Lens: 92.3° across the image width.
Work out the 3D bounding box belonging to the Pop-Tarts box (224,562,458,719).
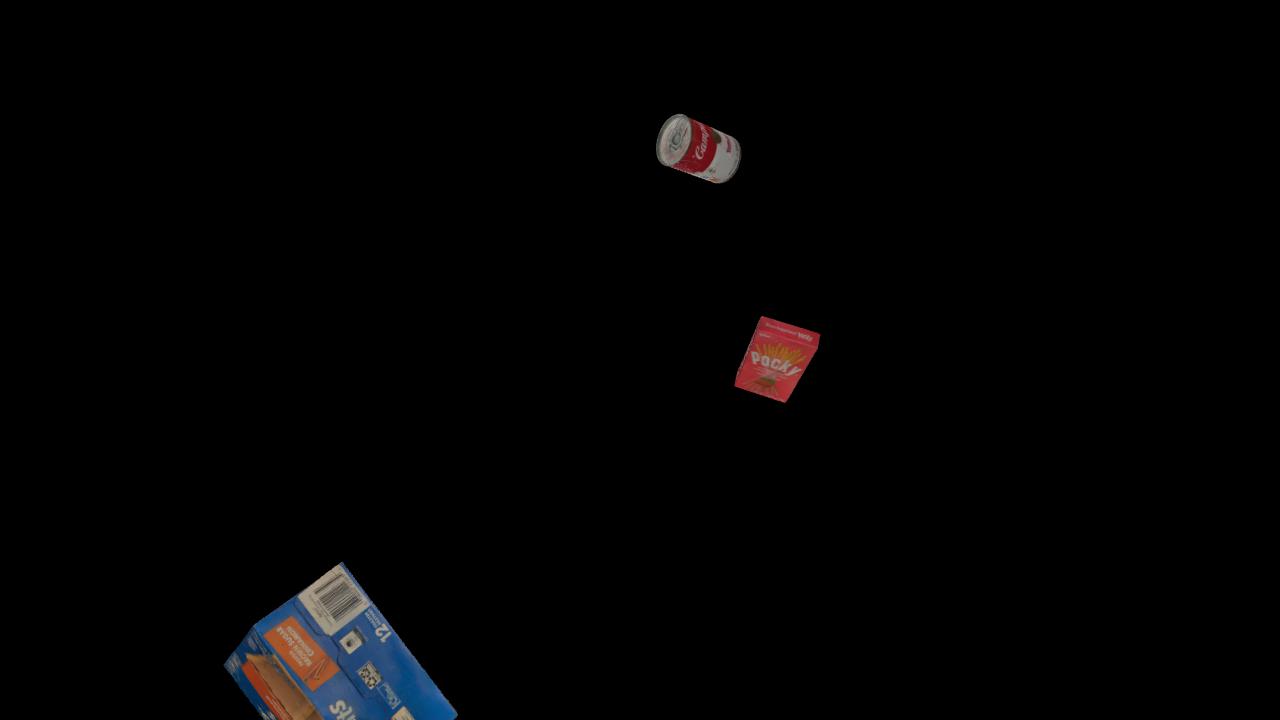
[{"bbox_3d":[-0.264,0.287,0.535,0.141,0.167,0.083,-41,-4,39],"label":"Pop-Tarts box"}]

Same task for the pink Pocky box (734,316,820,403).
[{"bbox_3d":[0.192,0.003,0.879,0.084,0.029,0.155,18,-33,5],"label":"pink Pocky box"}]

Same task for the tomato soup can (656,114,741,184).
[{"bbox_3d":[0.081,-0.283,0.833,0.101,0.068,0.068,5,-3,-40],"label":"tomato soup can"}]
